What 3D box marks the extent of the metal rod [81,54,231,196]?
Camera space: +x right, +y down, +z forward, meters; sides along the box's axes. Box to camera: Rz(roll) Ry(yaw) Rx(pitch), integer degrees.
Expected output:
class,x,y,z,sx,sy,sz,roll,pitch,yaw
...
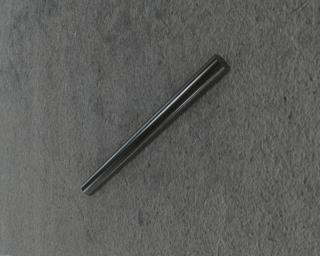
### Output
class,x,y,z,sx,sy,sz,roll,pitch,yaw
metal rod,-0.023,0.012,0.427,0.299,0.025,0.025,-43,64,31
